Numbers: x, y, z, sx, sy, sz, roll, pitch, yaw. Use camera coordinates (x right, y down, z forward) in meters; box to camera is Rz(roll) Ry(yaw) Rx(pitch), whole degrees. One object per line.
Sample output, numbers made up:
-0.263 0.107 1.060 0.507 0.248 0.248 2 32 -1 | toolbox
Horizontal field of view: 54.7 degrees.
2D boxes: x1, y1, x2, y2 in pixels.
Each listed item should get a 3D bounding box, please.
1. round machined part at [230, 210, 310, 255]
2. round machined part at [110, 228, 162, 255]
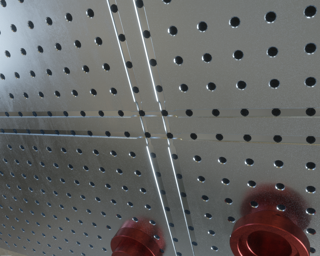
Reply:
0.147 0.150 0.415 0.098 0.042 0.097 13 124 20 | round machined part
-0.049 0.235 0.570 0.098 0.042 0.097 13 124 20 | round machined part
